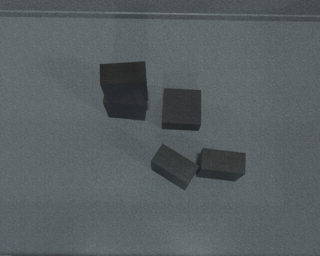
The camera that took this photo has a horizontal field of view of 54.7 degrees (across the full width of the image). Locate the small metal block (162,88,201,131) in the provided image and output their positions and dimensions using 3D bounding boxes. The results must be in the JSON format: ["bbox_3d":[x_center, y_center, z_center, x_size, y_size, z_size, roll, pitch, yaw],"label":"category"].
[{"bbox_3d":[0.029,-0.025,0.419,0.050,0.025,0.050,3,70,0],"label":"small metal block"}]

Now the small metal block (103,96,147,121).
[{"bbox_3d":[-0.044,-0.032,0.408,0.050,0.050,0.025,6,70,2],"label":"small metal block"}]

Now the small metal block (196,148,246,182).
[{"bbox_3d":[0.073,0.046,0.380,0.050,0.050,0.025,7,70,2],"label":"small metal block"}]

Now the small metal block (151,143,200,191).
[{"bbox_3d":[0.017,0.049,0.379,0.050,0.050,0.025,31,73,10],"label":"small metal block"}]

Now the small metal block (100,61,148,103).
[{"bbox_3d":[-0.041,-0.052,0.362,0.050,0.050,0.025,-4,70,-2],"label":"small metal block"}]
